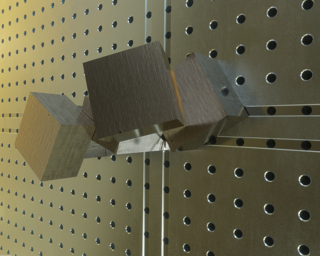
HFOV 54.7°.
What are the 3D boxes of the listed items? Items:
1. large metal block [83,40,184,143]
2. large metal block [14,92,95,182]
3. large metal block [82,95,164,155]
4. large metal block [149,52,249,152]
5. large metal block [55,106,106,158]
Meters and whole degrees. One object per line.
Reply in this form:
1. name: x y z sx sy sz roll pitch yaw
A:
1. large metal block: -0.026 -0.034 0.323 0.080 0.050 0.080 -14 80 9
2. large metal block: -0.136 0.009 0.397 0.080 0.050 0.079 38 113 33
3. large metal block: -0.048 -0.006 0.410 0.080 0.081 0.050 24 105 37
4. large metal block: 0.040 -0.027 0.358 0.080 0.050 0.080 -37 68 33
5. large metal block: -0.134 0.009 0.481 0.050 0.081 0.080 -8 85 39
